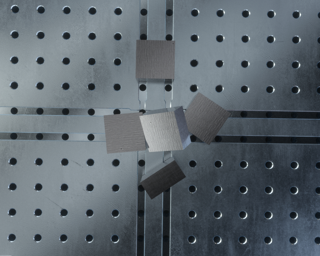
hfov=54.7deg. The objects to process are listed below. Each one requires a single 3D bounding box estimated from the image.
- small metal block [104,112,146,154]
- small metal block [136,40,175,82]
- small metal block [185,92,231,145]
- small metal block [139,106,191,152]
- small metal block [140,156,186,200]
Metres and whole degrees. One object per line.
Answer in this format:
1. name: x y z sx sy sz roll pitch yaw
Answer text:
1. small metal block: -0.046 0.006 0.413 0.050 0.025 0.050 -5 90 -1
2. small metal block: -0.006 -0.089 0.413 0.050 0.025 0.050 1 90 -1
3. small metal block: 0.057 -0.012 0.414 0.050 0.025 0.050 34 90 -1
4. small metal block: 0.007 0.002 0.397 0.050 0.025 0.050 -7 105 30
5. small metal block: 0.004 0.063 0.401 0.050 0.050 0.025 -33 90 0
